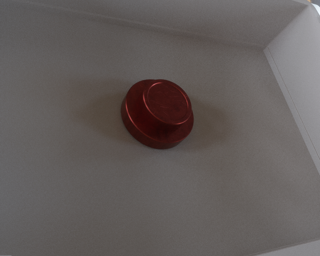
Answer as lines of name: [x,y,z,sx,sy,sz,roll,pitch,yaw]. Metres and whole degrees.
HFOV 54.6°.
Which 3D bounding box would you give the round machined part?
round machined part: [0.002,-0.025,0.407,0.099,0.042,0.098,13,56,-21]
